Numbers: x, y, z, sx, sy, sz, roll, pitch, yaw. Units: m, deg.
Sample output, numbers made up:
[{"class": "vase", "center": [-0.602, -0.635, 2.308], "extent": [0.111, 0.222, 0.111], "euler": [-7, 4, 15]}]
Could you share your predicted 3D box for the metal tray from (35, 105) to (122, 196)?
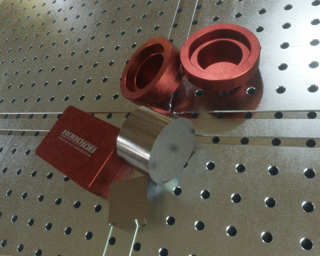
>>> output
[{"class": "metal tray", "center": [-0.110, 0.027, 0.444], "extent": [0.130, 0.030, 0.090], "euler": [23, 74, 36]}]

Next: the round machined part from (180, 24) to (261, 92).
[{"class": "round machined part", "center": [0.078, -0.086, 0.400], "extent": [0.098, 0.042, 0.098], "euler": [-6, 57, 10]}]

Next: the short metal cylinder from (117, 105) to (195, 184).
[{"class": "short metal cylinder", "center": [-0.003, 0.018, 0.363], "extent": [0.050, 0.080, 0.080], "euler": [24, 74, 36]}]

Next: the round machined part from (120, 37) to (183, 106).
[{"class": "round machined part", "center": [-0.007, -0.074, 0.434], "extent": [0.098, 0.042, 0.098], "euler": [-26, 48, 35]}]

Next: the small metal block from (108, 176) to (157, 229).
[{"class": "small metal block", "center": [-0.032, 0.089, 0.370], "extent": [0.050, 0.025, 0.050], "euler": [-15, 56, 19]}]
